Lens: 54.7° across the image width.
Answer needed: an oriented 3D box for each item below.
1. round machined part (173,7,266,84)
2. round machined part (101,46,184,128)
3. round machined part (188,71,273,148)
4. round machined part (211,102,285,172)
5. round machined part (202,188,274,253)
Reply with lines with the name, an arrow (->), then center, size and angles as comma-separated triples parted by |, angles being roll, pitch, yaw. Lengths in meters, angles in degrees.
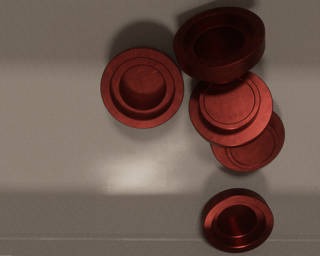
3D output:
round machined part -> 0.068, -0.089, 0.350 | 0.098, 0.098, 0.042 | -19, 142, 6
round machined part -> -0.021, -0.052, 0.383 | 0.099, 0.042, 0.097 | 0, 110, -1
round machined part -> 0.082, -0.027, 0.368 | 0.098, 0.042, 0.098 | -3, 76, 13
round machined part -> 0.117, 0.015, 0.410 | 0.099, 0.042, 0.097 | 0, 110, -1
round machined part -> 0.110, 0.129, 0.452 | 0.099, 0.042, 0.097 | 0, 110, -1
